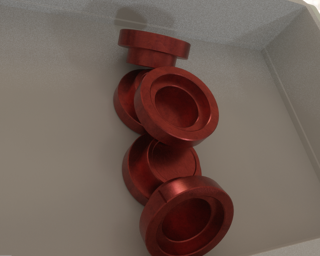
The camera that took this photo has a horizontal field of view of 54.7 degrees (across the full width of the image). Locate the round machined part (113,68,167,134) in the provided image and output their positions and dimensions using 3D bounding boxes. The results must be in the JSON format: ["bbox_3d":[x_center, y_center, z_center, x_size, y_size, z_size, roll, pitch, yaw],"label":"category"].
[{"bbox_3d":[-0.009,-0.040,0.414,0.099,0.042,0.098,14,56,-21],"label":"round machined part"}]

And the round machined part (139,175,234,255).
[{"bbox_3d":[0.025,0.091,0.329,0.099,0.097,0.042,6,21,-26],"label":"round machined part"}]

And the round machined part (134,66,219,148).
[{"bbox_3d":[0.016,-0.020,0.360,0.099,0.042,0.098,14,56,-21],"label":"round machined part"}]

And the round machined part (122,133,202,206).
[{"bbox_3d":[0.008,0.046,0.370,0.099,0.042,0.098,14,56,-21],"label":"round machined part"}]

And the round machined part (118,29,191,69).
[{"bbox_3d":[-0.010,-0.104,0.429,0.099,0.098,0.042,7,101,-25],"label":"round machined part"}]
